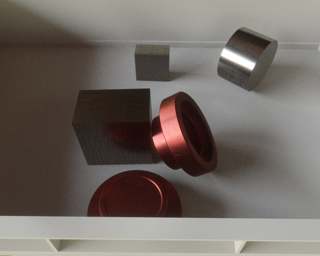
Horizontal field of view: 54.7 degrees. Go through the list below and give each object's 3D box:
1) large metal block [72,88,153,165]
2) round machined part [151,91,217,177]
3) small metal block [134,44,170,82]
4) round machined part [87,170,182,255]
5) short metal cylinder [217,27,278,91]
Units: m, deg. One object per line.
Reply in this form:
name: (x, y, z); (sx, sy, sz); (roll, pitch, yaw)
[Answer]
large metal block: (-0.050, 0.000, 0.367); (0.081, 0.080, 0.050); (-1, 50, 1)
round machined part: (0.026, 0.010, 0.361); (0.042, 0.098, 0.098); (-24, 45, 24)
small metal block: (-0.011, -0.098, 0.471); (0.050, 0.050, 0.025); (2, 50, 1)
round machined part: (-0.026, 0.085, 0.322); (0.099, 0.042, 0.098); (0, 50, 0)
short metal cylinder: (0.129, -0.101, 0.456); (0.050, 0.080, 0.080); (33, 57, 24)
